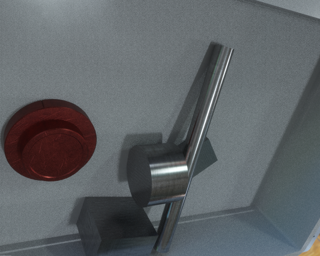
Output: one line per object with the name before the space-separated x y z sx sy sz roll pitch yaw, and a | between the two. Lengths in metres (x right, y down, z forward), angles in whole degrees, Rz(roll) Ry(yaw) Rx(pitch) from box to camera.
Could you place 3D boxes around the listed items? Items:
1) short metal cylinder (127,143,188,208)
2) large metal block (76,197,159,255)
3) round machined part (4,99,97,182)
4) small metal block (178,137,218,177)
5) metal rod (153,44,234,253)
short metal cylinder | -0.006 0.061 0.409 0.050 0.080 0.079 -3 120 -27
large metal block | -0.061 0.141 0.428 0.081 0.080 0.050 8 114 -32
round machined part | -0.119 0.020 0.346 0.099 0.042 0.097 -14 125 -21
small metal block | 0.053 0.040 0.465 0.050 0.025 0.050 -34 129 -7
metal rod | 0.042 0.037 0.425 0.025 0.025 0.298 8 105 -32
